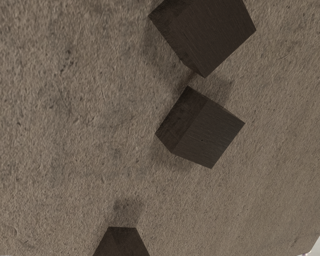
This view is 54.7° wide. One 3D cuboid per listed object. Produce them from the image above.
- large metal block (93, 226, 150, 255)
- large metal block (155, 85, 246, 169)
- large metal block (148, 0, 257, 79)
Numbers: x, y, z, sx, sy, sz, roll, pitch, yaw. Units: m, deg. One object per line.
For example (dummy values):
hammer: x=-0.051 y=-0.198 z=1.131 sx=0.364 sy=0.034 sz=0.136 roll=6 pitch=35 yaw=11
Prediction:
large metal block: x=-0.060 y=0.210 z=0.470 sx=0.050 sy=0.080 sz=0.080 roll=17 pitch=110 yaw=-35
large metal block: x=0.054 y=0.001 z=0.423 sx=0.080 sy=0.050 sz=0.080 roll=25 pitch=105 yaw=-37
large metal block: x=0.048 y=-0.117 z=0.346 sx=0.080 sy=0.050 sz=0.080 roll=-43 pitch=130 yaw=2
